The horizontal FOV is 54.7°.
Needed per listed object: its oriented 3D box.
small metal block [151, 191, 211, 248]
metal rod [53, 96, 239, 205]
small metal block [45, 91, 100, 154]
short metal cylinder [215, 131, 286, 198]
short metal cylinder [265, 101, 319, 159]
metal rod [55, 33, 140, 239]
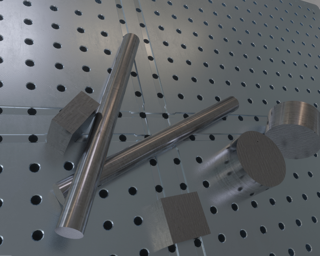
[{"bbox_3d":[0.024,0.105,0.357,0.050,0.025,0.050,-3,63,-30],"label":"small metal block"},{"bbox_3d":[0.007,0.014,0.402,0.302,0.025,0.025,-26,76,-37],"label":"metal rod"},{"bbox_3d":[-0.097,-0.006,0.343,0.025,0.050,0.050,37,51,-4],"label":"small metal block"},{"bbox_3d":[0.124,0.051,0.428,0.081,0.050,0.080,14,56,-21],"label":"short metal cylinder"},{"bbox_3d":[0.206,0.004,0.481,0.080,0.080,0.050,31,52,-8],"label":"short metal cylinder"},{"bbox_3d":[-0.061,-0.020,0.366,0.025,0.025,0.300,23,47,-15],"label":"metal rod"}]
